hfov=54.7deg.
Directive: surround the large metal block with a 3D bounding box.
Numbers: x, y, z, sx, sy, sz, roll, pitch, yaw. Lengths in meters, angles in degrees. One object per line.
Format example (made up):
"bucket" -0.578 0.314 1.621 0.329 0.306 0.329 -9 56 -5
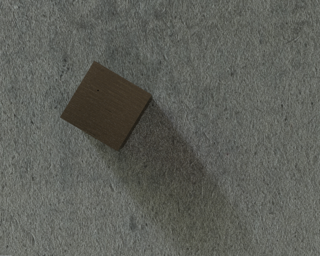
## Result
"large metal block" -0.065 -0.027 0.397 0.080 0.050 0.080 31 90 0
